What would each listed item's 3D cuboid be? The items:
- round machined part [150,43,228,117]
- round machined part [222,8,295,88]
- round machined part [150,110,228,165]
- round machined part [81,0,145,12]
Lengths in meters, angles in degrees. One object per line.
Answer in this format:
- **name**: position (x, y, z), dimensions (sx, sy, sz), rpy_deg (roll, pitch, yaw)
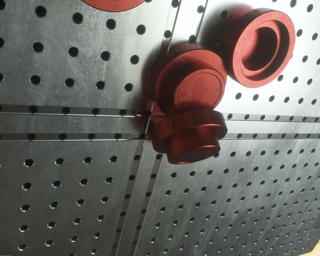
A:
- **round machined part**: position (0.041, -0.051, 0.384), dimensions (0.099, 0.042, 0.097), rpy_deg (-12, 128, -17)
- **round machined part**: position (0.122, -0.105, 0.401), dimensions (0.099, 0.042, 0.097), rpy_deg (-14, 124, -21)
- **round machined part**: position (0.039, 0.017, 0.399), dimensions (0.099, 0.042, 0.098), rpy_deg (-11, 159, -4)
- **round machined part**: position (-0.047, -0.158, 0.276), dimensions (0.099, 0.042, 0.097), rpy_deg (-14, 124, -21)
